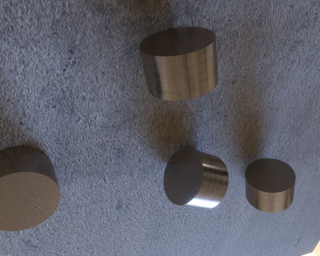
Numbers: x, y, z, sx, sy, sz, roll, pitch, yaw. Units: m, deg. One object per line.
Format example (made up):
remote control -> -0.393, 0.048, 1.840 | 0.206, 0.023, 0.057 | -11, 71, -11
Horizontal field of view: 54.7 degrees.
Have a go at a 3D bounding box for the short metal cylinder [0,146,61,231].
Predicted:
short metal cylinder -> -0.157, 0.067, 0.346 | 0.081, 0.050, 0.079 | -14, 124, -21

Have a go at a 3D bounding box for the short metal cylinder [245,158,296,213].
short metal cylinder -> 0.189, 0.098, 0.535 | 0.081, 0.080, 0.050 | -23, 127, -15

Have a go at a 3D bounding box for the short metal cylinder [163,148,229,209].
short metal cylinder -> 0.050, 0.073, 0.443 | 0.050, 0.080, 0.080 | 19, 108, -35

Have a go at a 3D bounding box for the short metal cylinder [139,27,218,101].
short metal cylinder -> 0.022, -0.072, 0.338 | 0.081, 0.080, 0.050 | -22, 127, -15
